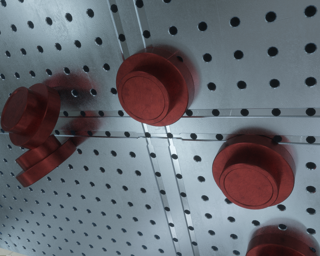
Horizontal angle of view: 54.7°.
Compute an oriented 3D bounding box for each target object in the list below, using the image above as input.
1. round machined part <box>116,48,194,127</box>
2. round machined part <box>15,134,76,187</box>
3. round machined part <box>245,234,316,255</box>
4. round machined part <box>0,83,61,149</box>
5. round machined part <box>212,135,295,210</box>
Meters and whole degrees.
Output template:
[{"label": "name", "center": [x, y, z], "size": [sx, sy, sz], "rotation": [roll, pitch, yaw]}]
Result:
[{"label": "round machined part", "center": [-0.012, -0.044, 0.378], "size": [0.098, 0.042, 0.097], "rotation": [13, 124, 20]}, {"label": "round machined part", "center": [-0.184, 0.045, 0.487], "size": [0.098, 0.098, 0.042], "rotation": [-26, 104, 37]}, {"label": "round machined part", "center": [0.169, 0.200, 0.434], "size": [0.098, 0.042, 0.097], "rotation": [13, 124, 20]}, {"label": "round machined part", "center": [-0.192, -0.021, 0.449], "size": [0.098, 0.098, 0.042], "rotation": [-16, 152, 34]}, {"label": "round machined part", "center": [0.111, 0.060, 0.378], "size": [0.098, 0.042, 0.097], "rotation": [13, 124, 20]}]
